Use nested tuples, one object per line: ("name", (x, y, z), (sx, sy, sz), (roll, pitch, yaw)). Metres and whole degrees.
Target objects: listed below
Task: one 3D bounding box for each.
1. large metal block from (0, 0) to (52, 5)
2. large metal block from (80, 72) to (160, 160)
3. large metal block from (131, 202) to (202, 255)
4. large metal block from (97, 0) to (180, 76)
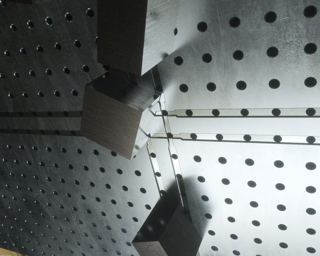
("large metal block", (-0.170, -0.194, 0.362), (0.080, 0.050, 0.079), (14, 124, 20))
("large metal block", (-0.055, -0.017, 0.412), (0.080, 0.050, 0.079), (26, 127, 12))
("large metal block", (0.014, 0.174, 0.474), (0.050, 0.080, 0.080), (-18, 109, 35))
("large metal block", (-0.020, -0.110, 0.317), (0.050, 0.080, 0.079), (19, 126, 16))
